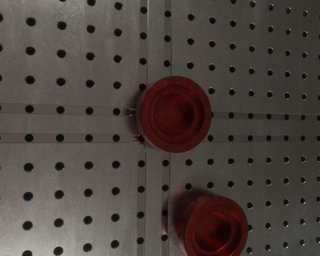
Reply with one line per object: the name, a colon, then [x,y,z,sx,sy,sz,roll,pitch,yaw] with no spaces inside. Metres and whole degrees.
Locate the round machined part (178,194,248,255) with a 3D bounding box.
round machined part: [0.069,0.140,0.431,0.099,0.042,0.097,0,90,-21]

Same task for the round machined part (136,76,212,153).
round machined part: [0.015,-0.017,0.410,0.099,0.042,0.097,0,90,-21]
